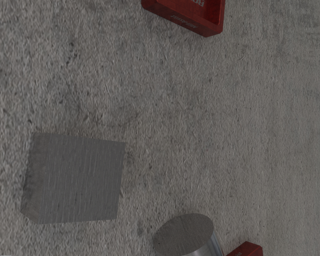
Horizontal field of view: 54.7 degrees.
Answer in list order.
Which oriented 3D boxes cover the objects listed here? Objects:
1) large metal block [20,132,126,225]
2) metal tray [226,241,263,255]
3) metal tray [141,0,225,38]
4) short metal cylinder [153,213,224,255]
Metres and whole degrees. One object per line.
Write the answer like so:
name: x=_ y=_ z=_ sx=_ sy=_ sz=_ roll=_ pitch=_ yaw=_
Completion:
large metal block: x=-0.087 y=0.049 z=0.316 sx=0.081 sy=0.050 sz=0.080 roll=10 pitch=84 yaw=-40
metal tray: x=0.123 y=0.256 z=0.505 sx=0.131 sy=0.030 sz=0.089 roll=-15 pitch=99 yaw=-39
metal tray: x=0.038 y=-0.191 z=0.432 sx=0.131 sy=0.030 sz=0.090 roll=9 pitch=84 yaw=-40
short metal cylinder: x=0.038 y=0.156 z=0.401 sx=0.081 sy=0.080 sz=0.050 roll=-32 pitch=110 yaw=-35
